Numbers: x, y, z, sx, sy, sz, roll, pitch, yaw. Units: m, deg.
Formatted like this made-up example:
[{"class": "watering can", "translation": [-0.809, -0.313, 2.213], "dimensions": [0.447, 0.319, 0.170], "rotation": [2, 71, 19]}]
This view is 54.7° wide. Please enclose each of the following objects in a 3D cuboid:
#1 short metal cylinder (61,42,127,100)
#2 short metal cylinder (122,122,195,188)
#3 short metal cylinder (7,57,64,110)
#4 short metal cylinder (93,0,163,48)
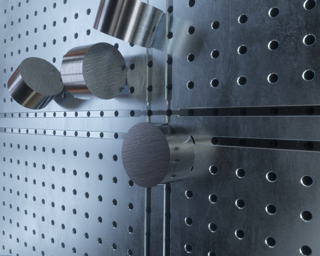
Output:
[{"class": "short metal cylinder", "translation": [-0.095, -0.081, 0.452], "dimensions": [0.050, 0.081, 0.079], "rotation": [5, 93, 40]}, {"class": "short metal cylinder", "translation": [-0.003, 0.032, 0.396], "dimensions": [0.080, 0.050, 0.079], "rotation": [0, 90, 40]}, {"class": "short metal cylinder", "translation": [-0.223, -0.080, 0.558], "dimensions": [0.050, 0.081, 0.080], "rotation": [-34, 69, 35]}, {"class": "short metal cylinder", "translation": [-0.042, -0.143, 0.408], "dimensions": [0.080, 0.081, 0.050], "rotation": [33, 111, 35]}]
